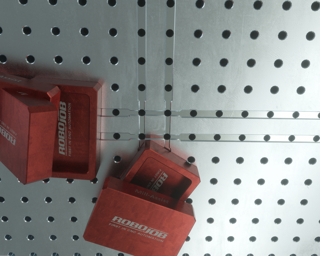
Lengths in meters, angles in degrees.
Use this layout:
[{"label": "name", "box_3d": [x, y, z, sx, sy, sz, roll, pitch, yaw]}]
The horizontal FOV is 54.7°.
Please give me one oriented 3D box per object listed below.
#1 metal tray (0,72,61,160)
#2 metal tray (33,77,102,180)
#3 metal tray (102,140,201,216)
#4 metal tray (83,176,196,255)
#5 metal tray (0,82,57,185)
[{"label": "metal tray", "box_3d": [-0.192, -0.019, 0.368, 0.131, 0.030, 0.089, 14, 112, -2]}, {"label": "metal tray", "box_3d": [-0.127, 0.003, 0.409, 0.091, 0.030, 0.129, 5, 110, -2]}, {"label": "metal tray", "box_3d": [-0.015, 0.093, 0.444, 0.090, 0.030, 0.129, 31, 107, -12]}, {"label": "metal tray", "box_3d": [-0.028, 0.130, 0.426, 0.131, 0.030, 0.089, 21, 109, -8]}, {"label": "metal tray", "box_3d": [-0.172, -0.004, 0.364, 0.130, 0.030, 0.089, 27, 115, 36]}]
